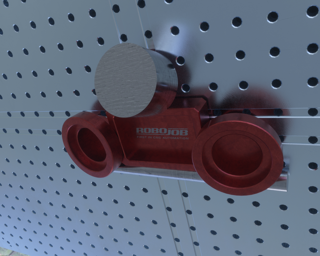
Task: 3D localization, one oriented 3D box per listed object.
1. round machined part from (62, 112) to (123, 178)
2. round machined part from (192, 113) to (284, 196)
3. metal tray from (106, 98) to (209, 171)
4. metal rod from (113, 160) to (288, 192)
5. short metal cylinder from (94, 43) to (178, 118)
[{"bbox_3d":[-0.092,0.020,0.450,0.098,0.042,0.097,18,126,28],"label":"round machined part"},{"bbox_3d":[0.089,0.026,0.358,0.098,0.042,0.097,8,119,15],"label":"round machined part"},{"bbox_3d":[0.001,0.009,0.407,0.130,0.030,0.089,1,120,27],"label":"metal tray"},{"bbox_3d":[0.017,0.059,0.434,0.301,0.025,0.025,2,119,27],"label":"metal rod"},{"bbox_3d":[-0.027,-0.052,0.353,0.080,0.050,0.079,1,93,28],"label":"short metal cylinder"}]
